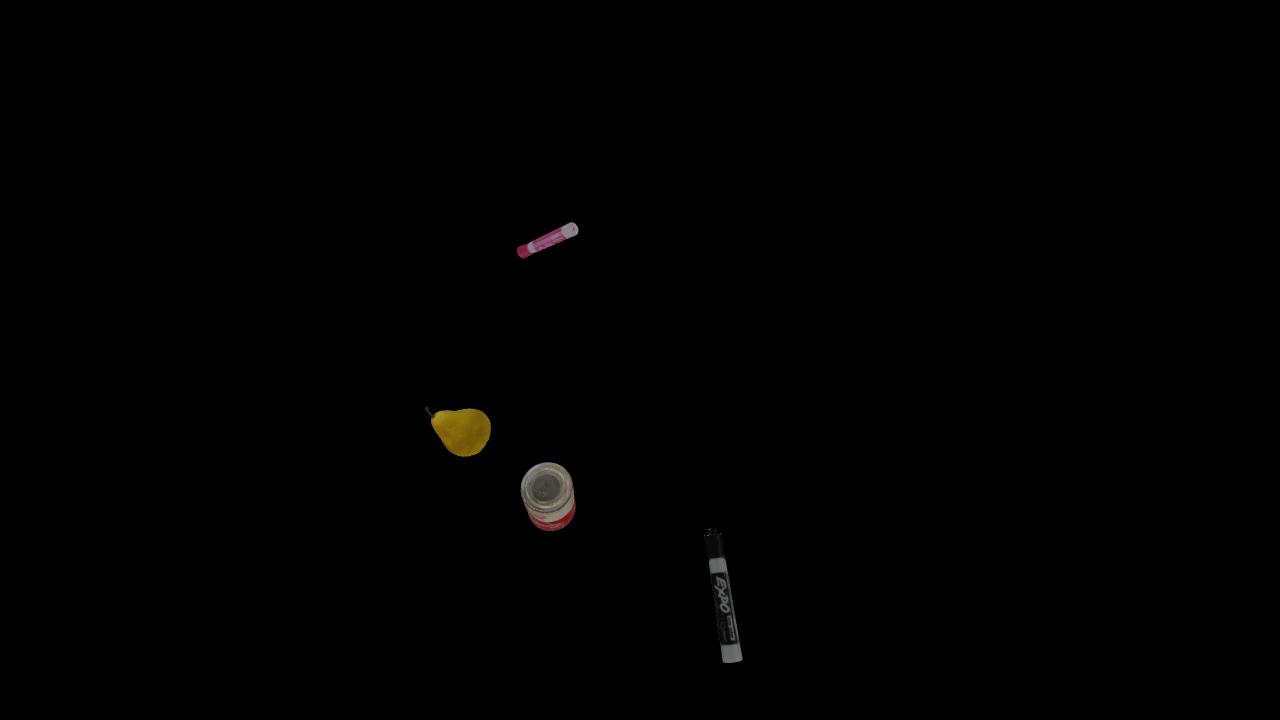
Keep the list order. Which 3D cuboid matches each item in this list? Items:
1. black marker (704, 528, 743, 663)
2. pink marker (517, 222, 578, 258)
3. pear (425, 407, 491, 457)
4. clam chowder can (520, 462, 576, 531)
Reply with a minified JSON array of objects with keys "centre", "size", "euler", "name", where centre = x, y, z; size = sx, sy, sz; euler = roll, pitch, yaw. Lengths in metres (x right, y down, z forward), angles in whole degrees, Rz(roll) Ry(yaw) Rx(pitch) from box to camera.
[{"centre":[0.079,0.225,0.594],"size":[0.020,0.121,0.020],"euler":[-7,-19,-2],"name":"black marker"},{"centre":[-0.135,-0.169,0.877],"size":[0.121,0.020,0.020],"euler":[-13,-9,41],"name":"pink marker"},{"centre":[-0.295,0.109,0.973],"size":[0.111,0.080,0.080],"euler":[22,-13,-34],"name":"pear"},{"centre":[-0.120,0.182,0.817],"size":[0.068,0.068,0.102],"euler":[0,-28,-5],"name":"clam chowder can"}]
